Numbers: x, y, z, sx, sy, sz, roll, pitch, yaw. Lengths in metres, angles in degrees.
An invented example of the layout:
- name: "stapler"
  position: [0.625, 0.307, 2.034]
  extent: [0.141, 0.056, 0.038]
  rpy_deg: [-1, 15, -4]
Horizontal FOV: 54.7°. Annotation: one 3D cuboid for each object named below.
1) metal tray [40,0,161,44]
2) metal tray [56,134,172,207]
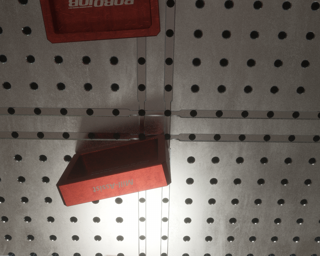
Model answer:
- name: "metal tray"
  position: [-0.068, -0.148, 0.355]
  extent: [0.131, 0.030, 0.089]
  rpy_deg: [-4, 110, 1]
- name: "metal tray"
  position: [-0.054, 0.051, 0.396]
  extent: [0.131, 0.090, 0.030]
  rpy_deg: [-12, 110, 4]
